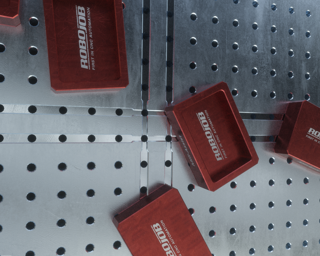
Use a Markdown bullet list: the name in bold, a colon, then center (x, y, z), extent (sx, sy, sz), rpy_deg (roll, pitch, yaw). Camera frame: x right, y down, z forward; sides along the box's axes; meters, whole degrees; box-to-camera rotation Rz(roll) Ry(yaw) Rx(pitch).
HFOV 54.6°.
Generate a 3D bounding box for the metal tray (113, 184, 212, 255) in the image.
- **metal tray**: center (0.008, 0.153, 0.413), extent (0.090, 0.030, 0.130), rpy_deg (-30, 100, -18)

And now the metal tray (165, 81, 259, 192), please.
- **metal tray**: center (0.075, 0.011, 0.437), extent (0.091, 0.030, 0.130), rpy_deg (-28, 99, -18)

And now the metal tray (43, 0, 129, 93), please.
- **metal tray**: center (-0.090, -0.110, 0.376), extent (0.091, 0.030, 0.129), rpy_deg (-5, 92, -20)

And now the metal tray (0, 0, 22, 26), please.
- **metal tray**: center (-0.197, -0.186, 0.336), extent (0.091, 0.030, 0.129), rpy_deg (5, 88, -20)

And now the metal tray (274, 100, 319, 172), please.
- **metal tray**: center (0.256, 0.020, 0.504), extent (0.131, 0.030, 0.090), rpy_deg (23, 82, -19)
